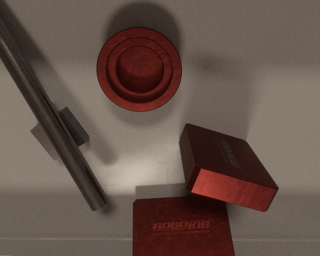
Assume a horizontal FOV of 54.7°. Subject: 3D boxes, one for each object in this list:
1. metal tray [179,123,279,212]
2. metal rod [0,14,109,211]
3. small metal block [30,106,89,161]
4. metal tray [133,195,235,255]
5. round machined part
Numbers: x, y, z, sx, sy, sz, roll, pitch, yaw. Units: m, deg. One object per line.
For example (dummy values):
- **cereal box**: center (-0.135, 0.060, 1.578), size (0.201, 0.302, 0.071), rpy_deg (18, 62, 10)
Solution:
- **metal tray**: center (0.074, 0.041, 0.371), size (0.091, 0.130, 0.030), rpy_deg (17, 109, -6)
- **metal rod**: center (-0.146, -0.031, 0.375), size (0.025, 0.025, 0.299), rpy_deg (-26, 100, 9)
- **small metal block**: center (-0.132, 0.007, 0.412), size (0.050, 0.025, 0.050), rpy_deg (-30, 108, 10)
- **metal tray**: center (0.029, 0.143, 0.429), size (0.131, 0.090, 0.030), rpy_deg (-4, 145, 1)
- **round machined part**: center (-0.024, -0.072, 0.375), size (0.099, 0.042, 0.097), rpy_deg (0, 110, -1)
